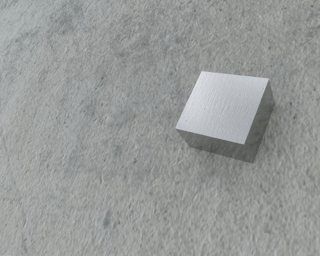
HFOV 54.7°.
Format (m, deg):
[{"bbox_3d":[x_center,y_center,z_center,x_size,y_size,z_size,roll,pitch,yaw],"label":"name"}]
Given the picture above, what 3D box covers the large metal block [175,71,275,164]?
[{"bbox_3d":[0.076,-0.014,0.356,0.080,0.050,0.080,14,69,33],"label":"large metal block"}]
